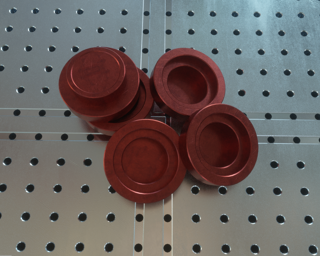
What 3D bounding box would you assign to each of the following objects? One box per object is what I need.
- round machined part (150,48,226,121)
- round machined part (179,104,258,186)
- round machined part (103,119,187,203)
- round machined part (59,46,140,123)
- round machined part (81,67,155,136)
[{"bbox_3d":[0.033,-0.054,0.413,0.099,0.042,0.098,6,70,-16],"label":"round machined part"},{"bbox_3d":[0.068,0.022,0.383,0.099,0.042,0.097,3,80,-21],"label":"round machined part"},{"bbox_3d":[-0.019,0.040,0.379,0.099,0.042,0.097,1,84,-10],"label":"round machined part"},{"bbox_3d":[-0.075,-0.059,0.378,0.099,0.042,0.098,0,70,-1],"label":"round machined part"},{"bbox_3d":[-0.056,-0.035,0.414,0.099,0.042,0.098,0,70,-1],"label":"round machined part"}]
